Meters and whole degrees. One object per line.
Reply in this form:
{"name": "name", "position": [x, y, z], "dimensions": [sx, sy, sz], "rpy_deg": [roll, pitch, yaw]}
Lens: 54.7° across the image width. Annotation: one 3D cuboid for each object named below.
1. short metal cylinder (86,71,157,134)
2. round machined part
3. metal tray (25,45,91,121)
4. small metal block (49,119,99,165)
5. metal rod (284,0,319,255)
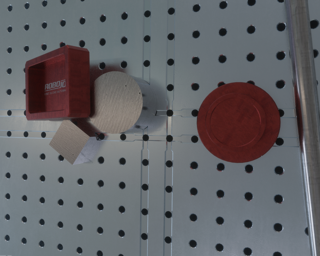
{"name": "short metal cylinder", "position": [-0.050, -0.033, 0.417], "dimensions": [0.080, 0.050, 0.079], "rpy_deg": [0, 90, 20]}
{"name": "round machined part", "position": [0.092, -0.006, 0.371], "dimensions": [0.098, 0.042, 0.097], "rpy_deg": [0, 90, 20]}
{"name": "metal tray", "position": [-0.147, -0.057, 0.433], "dimensions": [0.130, 0.030, 0.089], "rpy_deg": [-2, 89, 44]}
{"name": "small metal block", "position": [-0.127, 0.018, 0.457], "dimensions": [0.050, 0.025, 0.050], "rpy_deg": [37, 102, 16]}
{"name": "metal rod", "position": [0.169, -0.006, 0.352], "dimensions": [0.025, 0.025, 0.298], "rpy_deg": [-6, 88, 20]}
